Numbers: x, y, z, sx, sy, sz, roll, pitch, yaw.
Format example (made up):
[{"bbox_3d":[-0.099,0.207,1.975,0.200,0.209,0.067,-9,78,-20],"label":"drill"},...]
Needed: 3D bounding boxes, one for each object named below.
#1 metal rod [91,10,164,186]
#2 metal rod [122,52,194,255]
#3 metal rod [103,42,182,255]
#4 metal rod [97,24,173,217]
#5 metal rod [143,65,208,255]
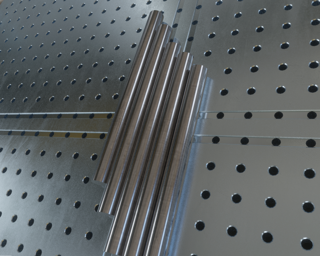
[{"bbox_3d":[-0.042,-0.059,0.464,0.025,0.025,0.300,1,62,28],"label":"metal rod"},{"bbox_3d":[0.001,0.029,0.387,0.025,0.025,0.300,1,62,28],"label":"metal rod"},{"bbox_3d":[-0.015,0.010,0.408,0.025,0.025,0.300,1,62,28],"label":"metal rod"},{"bbox_3d":[-0.028,-0.027,0.436,0.025,0.025,0.300,1,62,28],"label":"metal rod"},{"bbox_3d":[0.018,0.052,0.365,0.025,0.025,0.300,1,62,28],"label":"metal rod"}]
